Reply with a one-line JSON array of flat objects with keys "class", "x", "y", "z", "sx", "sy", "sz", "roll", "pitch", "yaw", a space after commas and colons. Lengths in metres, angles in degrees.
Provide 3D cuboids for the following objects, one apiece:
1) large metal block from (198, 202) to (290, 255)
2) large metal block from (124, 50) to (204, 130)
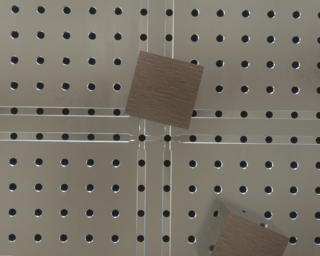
[{"class": "large metal block", "x": 0.106, "y": 0.155, "z": 0.402, "sx": 0.080, "sy": 0.050, "sz": 0.080, "roll": 24, "pitch": 90, "yaw": -1}, {"class": "large metal block", "x": 0.005, "y": -0.046, "z": 0.401, "sx": 0.080, "sy": 0.050, "sz": 0.080, "roll": 14, "pitch": 90, "yaw": -1}]
